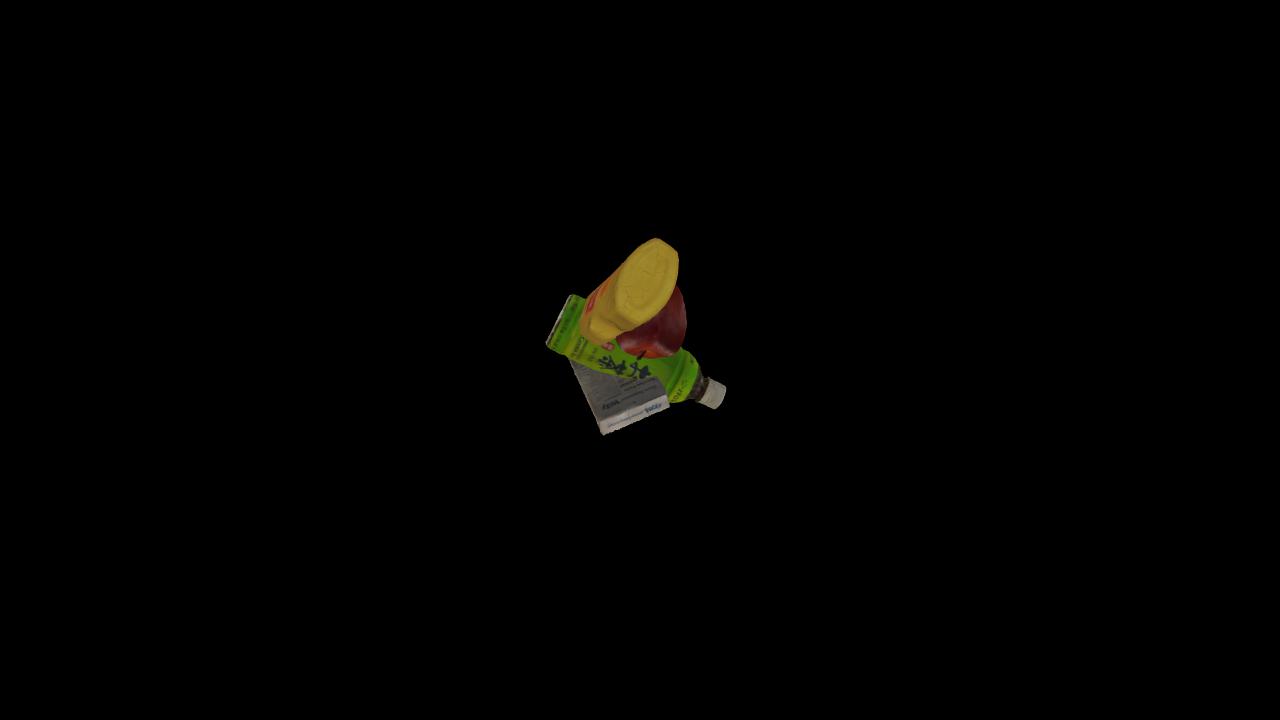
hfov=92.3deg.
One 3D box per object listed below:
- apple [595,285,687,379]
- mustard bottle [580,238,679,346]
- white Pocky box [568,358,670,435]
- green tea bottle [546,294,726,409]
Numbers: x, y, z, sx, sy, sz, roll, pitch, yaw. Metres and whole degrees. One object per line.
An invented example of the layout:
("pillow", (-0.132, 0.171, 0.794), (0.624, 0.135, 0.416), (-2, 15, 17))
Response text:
("apple", (0.009, -0.044, 0.646), (0.079, 0.093, 0.079), (9, -14, 2))
("mustard bottle", (-0.025, -0.058, 0.648), (0.054, 0.092, 0.184), (27, -18, -15))
("white Pocky box", (-0.032, 0.013, 0.717), (0.084, 0.028, 0.154), (-23, 44, -7))
("green tea bottle", (0.000, -0.001, 0.708), (0.212, 0.073, 0.073), (25, -5, -10))
